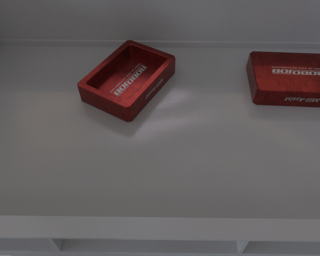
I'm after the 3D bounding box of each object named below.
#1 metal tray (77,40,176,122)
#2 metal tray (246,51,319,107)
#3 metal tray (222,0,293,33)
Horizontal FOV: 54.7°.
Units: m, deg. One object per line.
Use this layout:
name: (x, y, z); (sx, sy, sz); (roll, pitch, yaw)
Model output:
metal tray: (-0.046, -0.075, 0.464); (0.090, 0.030, 0.130); (25, 54, 19)
metal tray: (0.203, -0.074, 0.465); (0.131, 0.030, 0.090); (3, 50, 2)
metal tray: (0.186, -0.227, 0.553); (0.131, 0.090, 0.030); (-24, 76, -19)
